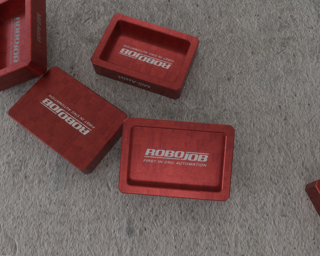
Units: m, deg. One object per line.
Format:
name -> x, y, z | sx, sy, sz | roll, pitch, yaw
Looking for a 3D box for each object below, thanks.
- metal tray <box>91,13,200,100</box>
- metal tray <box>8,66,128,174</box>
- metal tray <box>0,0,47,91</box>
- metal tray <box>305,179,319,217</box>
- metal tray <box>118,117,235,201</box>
metal tray -> -0.020, -0.103, 0.442 | 0.131, 0.030, 0.090 | 19, 71, 6
metal tray -> -0.118, -0.012, 0.409 | 0.130, 0.030, 0.090 | 34, 73, 11
metal tray -> -0.204, -0.124, 0.431 | 0.090, 0.030, 0.130 | -16, 69, 18
metal tray -> 0.248, 0.111, 0.367 | 0.091, 0.030, 0.130 | -20, 71, -7
metal tray -> 0.020, 0.036, 0.376 | 0.131, 0.030, 0.089 | 4, 90, 1
